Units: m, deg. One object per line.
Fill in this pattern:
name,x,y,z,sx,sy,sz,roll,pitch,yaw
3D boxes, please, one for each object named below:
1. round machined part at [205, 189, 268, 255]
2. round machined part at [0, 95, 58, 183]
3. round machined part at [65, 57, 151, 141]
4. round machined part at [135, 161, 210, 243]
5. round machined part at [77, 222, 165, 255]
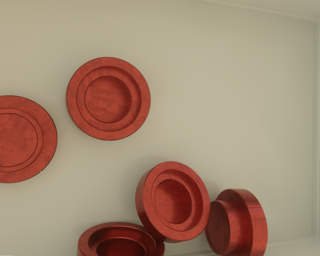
round machined part,0.092,0.130,0.408,0.042,0.098,0.097,4,89,-20
round machined part,-0.165,0.013,0.341,0.099,0.042,0.097,0,90,-21
round machined part,-0.064,-0.034,0.378,0.099,0.042,0.097,0,90,-21
round machined part,0.012,0.095,0.394,0.099,0.042,0.098,16,58,-26
round machined part,-0.046,0.151,0.357,0.099,0.098,0.042,4,100,-20
